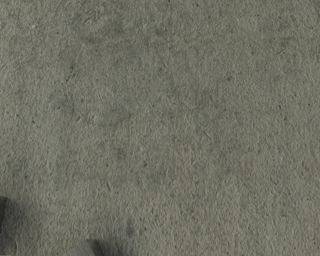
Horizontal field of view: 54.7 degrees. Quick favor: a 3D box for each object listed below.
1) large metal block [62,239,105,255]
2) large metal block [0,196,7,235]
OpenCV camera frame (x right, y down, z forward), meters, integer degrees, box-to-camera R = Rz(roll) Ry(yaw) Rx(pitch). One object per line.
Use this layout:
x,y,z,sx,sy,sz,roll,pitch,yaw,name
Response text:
-0.089,0.177,0.329,0.080,0.050,0.080,-33,73,-11,large metal block
-0.218,0.111,0.337,0.050,0.080,0.080,1,70,0,large metal block
